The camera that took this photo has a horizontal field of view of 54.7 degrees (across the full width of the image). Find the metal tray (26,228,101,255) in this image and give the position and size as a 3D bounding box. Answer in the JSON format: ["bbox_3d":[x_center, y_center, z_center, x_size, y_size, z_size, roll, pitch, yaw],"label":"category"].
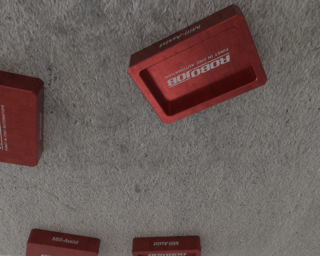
[{"bbox_3d":[-0.192,0.244,0.610,0.131,0.030,0.089,13,129,-12],"label":"metal tray"}]

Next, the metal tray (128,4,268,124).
[{"bbox_3d":[0.042,-0.065,0.348,0.130,0.030,0.090,-22,127,18],"label":"metal tray"}]

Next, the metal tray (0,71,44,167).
[{"bbox_3d":[-0.199,-0.010,0.393,0.091,0.030,0.129,11,129,-10],"label":"metal tray"}]

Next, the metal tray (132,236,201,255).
[{"bbox_3d":[0.015,0.255,0.620,0.131,0.030,0.089,-3,130,2],"label":"metal tray"}]
